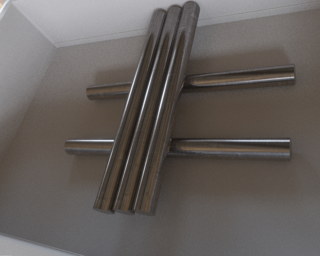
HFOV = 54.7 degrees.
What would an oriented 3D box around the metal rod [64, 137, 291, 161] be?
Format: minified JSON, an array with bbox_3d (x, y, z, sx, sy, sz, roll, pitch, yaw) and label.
[{"bbox_3d":[0.002,0.025,0.389,0.300,0.025,0.025,-1,61,27],"label":"metal rod"}]

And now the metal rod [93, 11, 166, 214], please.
[{"bbox_3d":[-0.031,-0.038,0.411,0.025,0.025,0.300,-1,61,28],"label":"metal rod"}]

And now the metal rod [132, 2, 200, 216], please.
[{"bbox_3d":[0.014,-0.042,0.389,0.025,0.025,0.300,-1,61,28],"label":"metal rod"}]

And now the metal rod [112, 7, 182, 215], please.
[{"bbox_3d":[-0.008,-0.040,0.400,0.025,0.025,0.300,-1,61,28],"label":"metal rod"}]

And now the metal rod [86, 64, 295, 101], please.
[{"bbox_3d":[0.023,-0.060,0.429,0.300,0.025,0.025,-1,61,27],"label":"metal rod"}]
